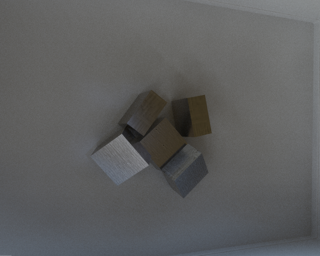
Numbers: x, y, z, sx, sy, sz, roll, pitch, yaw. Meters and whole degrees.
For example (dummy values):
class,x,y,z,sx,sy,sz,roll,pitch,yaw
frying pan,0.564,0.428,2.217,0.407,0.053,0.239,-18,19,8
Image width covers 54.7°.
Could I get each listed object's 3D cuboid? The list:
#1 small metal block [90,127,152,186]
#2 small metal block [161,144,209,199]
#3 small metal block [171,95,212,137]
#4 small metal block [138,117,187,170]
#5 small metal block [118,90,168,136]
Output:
class,x,y,z,sx,sy,sz,roll,pitch,yaw
small metal block,-0.047,0.035,0.380,0.050,0.025,0.050,-35,104,17
small metal block,0.034,0.057,0.409,0.050,0.025,0.050,-43,141,-15
small metal block,0.041,-0.015,0.411,0.025,0.050,0.050,-12,94,-21
small metal block,0.001,0.021,0.410,0.050,0.025,0.050,-44,104,-15
small metal block,-0.023,-0.018,0.387,0.025,0.050,0.050,38,78,-16
